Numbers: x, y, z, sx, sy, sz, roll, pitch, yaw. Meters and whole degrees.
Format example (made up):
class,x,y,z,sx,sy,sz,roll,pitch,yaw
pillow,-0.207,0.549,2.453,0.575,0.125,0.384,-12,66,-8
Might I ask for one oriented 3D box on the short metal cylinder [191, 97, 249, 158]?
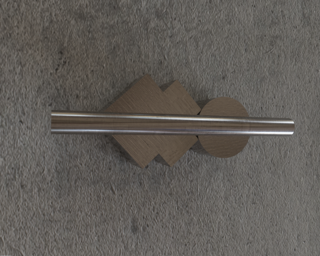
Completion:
class,x,y,z,sx,sy,sz,roll,pitch,yaw
short metal cylinder,0.075,-0.001,0.424,0.081,0.050,0.080,0,90,-20

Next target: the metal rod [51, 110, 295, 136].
class,x,y,z,sx,sy,sz,roll,pitch,yaw
metal rod,0.031,-0.004,0.367,0.302,0.025,0.025,1,90,-20

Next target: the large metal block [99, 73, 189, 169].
class,x,y,z,sx,sy,sz,roll,pitch,yaw
large metal block,-0.026,-0.008,0.386,0.080,0.050,0.080,-44,104,-15

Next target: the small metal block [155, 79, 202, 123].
class,x,y,z,sx,sy,sz,roll,pitch,yaw
small metal block,0.019,-0.033,0.405,0.025,0.050,0.050,-44,105,-14

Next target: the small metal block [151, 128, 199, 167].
class,x,y,z,sx,sy,sz,roll,pitch,yaw
small metal block,0.015,0.022,0.404,0.050,0.050,0.025,-44,104,-15
